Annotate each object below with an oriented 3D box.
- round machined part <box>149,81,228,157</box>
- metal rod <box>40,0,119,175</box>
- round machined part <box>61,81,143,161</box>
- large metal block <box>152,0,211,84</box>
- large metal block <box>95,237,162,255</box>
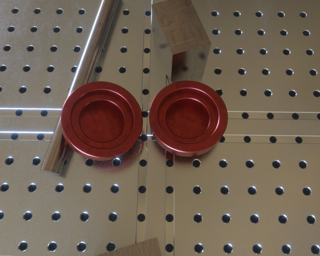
[{"bbox_3d":[0.036,-0.010,0.406,0.099,0.042,0.098,0,70,0],"label":"round machined part"},{"bbox_3d":[-0.106,-0.081,0.440,0.025,0.025,0.299,12,70,4],"label":"metal rod"},{"bbox_3d":[-0.074,-0.006,0.395,0.099,0.042,0.098,5,73,-17],"label":"round machined part"},{"bbox_3d":[0.026,-0.118,0.426,0.050,0.080,0.080,-18,71,-6],"label":"large metal block"},{"bbox_3d":[-0.031,0.171,0.336,0.081,0.050,0.080,-15,71,-6],"label":"large metal block"}]
